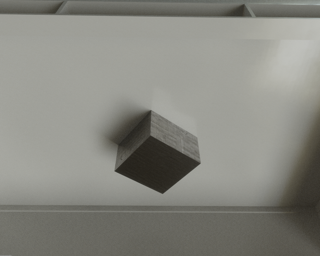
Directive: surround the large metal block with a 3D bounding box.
[{"bbox_3d":[-0.004,0.035,0.422,0.080,0.050,0.080,30,124,-23],"label":"large metal block"}]
